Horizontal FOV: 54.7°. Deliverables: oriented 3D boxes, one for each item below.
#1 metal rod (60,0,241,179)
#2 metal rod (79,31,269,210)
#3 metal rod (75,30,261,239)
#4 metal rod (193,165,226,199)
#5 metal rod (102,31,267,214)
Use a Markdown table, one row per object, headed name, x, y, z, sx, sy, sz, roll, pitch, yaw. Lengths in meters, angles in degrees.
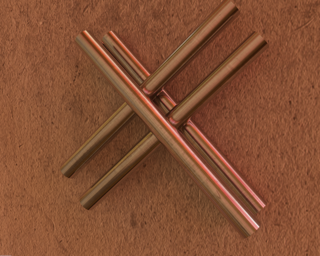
| name | x | y | z | sx | sy | sz | roll | pitch | yaw |
| --- | --- | --- | --- | --- | --- | --- | --- | --- | --- |
| metal rod | -0.022 | -0.040 | 0.390 | 0.299 | 0.025 | 0.025 | -43 | 77 | 14 |
| metal rod | 0.007 | 0.001 | 0.380 | 0.299 | 0.025 | 0.025 | -43 | 77 | 14 |
| metal rod | 0.000 | -0.003 | 0.356 | 0.025 | 0.025 | 0.300 | -44 | 77 | 14 |
| metal rod | 0.004 | -0.001 | 0.408 | 0.025 | 0.025 | 0.300 | -44 | 77 | 14 |
| metal rod | 0.023 | -0.015 | 0.401 | 0.025 | 0.025 | 0.300 | -44 | 77 | 14 |
